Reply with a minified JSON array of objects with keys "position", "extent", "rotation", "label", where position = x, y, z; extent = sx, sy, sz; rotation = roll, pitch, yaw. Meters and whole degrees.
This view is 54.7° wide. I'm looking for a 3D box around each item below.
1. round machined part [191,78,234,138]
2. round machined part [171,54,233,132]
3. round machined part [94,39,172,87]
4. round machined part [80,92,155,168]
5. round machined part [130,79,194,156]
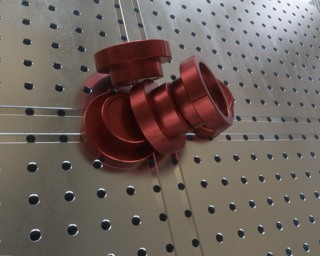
[{"position":[0.070,-0.038,0.460],"extent":[0.099,0.042,0.098],"rotation":[14,56,-21],"label":"round machined part"},{"position":[0.050,-0.039,0.388],"extent":[0.098,0.042,0.098],"rotation":[47,27,-34],"label":"round machined part"},{"position":[-0.032,-0.080,0.401],"extent":[0.099,0.098,0.042],"rotation":[-13,95,-34],"label":"round machined part"},{"position":[-0.043,-0.004,0.378],"extent":[0.099,0.042,0.098],"rotation":[14,56,-21],"label":"round machined part"},{"position":[0.008,-0.018,0.384],"extent":[0.098,0.042,0.098],"rotation":[53,21,-30],"label":"round machined part"}]
